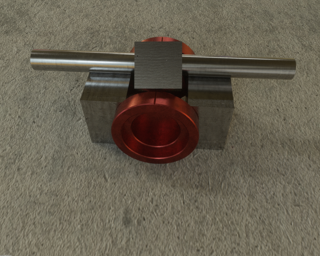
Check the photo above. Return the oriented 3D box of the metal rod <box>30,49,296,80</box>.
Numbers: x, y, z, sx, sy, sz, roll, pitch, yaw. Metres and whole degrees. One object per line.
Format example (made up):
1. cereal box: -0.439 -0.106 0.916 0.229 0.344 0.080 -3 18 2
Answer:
1. metal rod: 0.002 -0.075 0.364 0.302 0.025 0.025 2 50 2

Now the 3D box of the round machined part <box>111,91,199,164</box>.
1. round machined part: -0.004 -0.005 0.361 0.099 0.097 0.042 4 45 3

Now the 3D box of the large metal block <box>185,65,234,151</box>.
1. large metal block: 0.058 -0.028 0.393 0.050 0.080 0.080 3 50 2

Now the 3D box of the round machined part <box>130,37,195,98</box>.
1. round machined part: 0.002 -0.069 0.415 0.099 0.097 0.042 3 51 2

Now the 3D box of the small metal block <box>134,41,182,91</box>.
1. small metal block: -0.001 -0.067 0.339 0.050 0.025 0.050 0 90 2

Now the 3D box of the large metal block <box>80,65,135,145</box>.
1. large metal block: -0.060 -0.035 0.398 0.050 0.080 0.080 3 50 3
